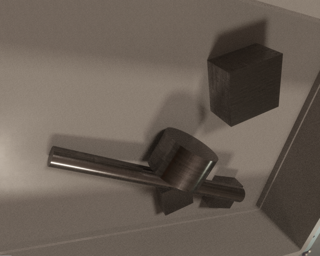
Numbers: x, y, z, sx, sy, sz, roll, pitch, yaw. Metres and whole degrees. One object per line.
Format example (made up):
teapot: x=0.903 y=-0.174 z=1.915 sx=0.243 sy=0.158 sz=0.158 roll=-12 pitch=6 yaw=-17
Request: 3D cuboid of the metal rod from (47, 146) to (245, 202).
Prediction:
metal rod: x=0.001 y=0.070 z=0.431 sx=0.302 sy=0.025 sz=0.025 roll=16 pitch=110 yaw=-28

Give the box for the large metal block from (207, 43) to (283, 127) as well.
large metal block: x=0.114 y=-0.059 z=0.420 sx=0.081 sy=0.050 sz=0.080 roll=-22 pitch=127 yaw=-16

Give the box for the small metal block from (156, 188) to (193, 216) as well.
small metal block: x=0.023 y=0.103 z=0.487 sx=0.050 sy=0.025 sz=0.050 roll=-20 pitch=127 yaw=-17

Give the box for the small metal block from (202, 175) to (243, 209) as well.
small metal block: x=0.109 y=0.112 z=0.540 sx=0.050 sy=0.025 sz=0.050 roll=12 pitch=112 yaw=-34

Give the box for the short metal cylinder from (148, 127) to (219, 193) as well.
short metal cylinder: x=0.031 y=0.042 z=0.418 sx=0.080 sy=0.080 sz=0.050 roll=20 pitch=108 yaw=-36
